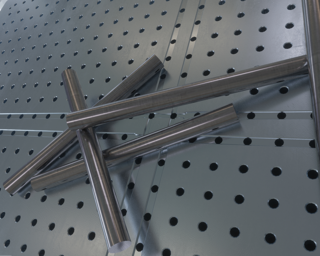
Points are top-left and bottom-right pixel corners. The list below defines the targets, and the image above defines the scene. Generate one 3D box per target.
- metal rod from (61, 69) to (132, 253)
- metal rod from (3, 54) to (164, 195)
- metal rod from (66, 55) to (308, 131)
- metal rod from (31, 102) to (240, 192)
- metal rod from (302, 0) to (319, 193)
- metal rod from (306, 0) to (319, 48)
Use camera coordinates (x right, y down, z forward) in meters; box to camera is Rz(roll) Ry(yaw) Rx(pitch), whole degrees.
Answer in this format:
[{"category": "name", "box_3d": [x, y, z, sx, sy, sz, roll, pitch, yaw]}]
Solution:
[{"category": "metal rod", "box_3d": [-0.095, 0.019, 0.414, 0.025, 0.025, 0.300, -33, 51, 7]}, {"category": "metal rod", "box_3d": [-0.116, -0.006, 0.473, 0.300, 0.025, 0.025, -41, 51, 0]}, {"category": "metal rod", "box_3d": [0.028, -0.041, 0.385, 0.301, 0.025, 0.025, -13, 56, 8]}, {"category": "metal rod", "box_3d": [-0.044, 0.031, 0.413, 0.300, 0.025, 0.025, -20, 54, 16]}, {"category": "metal rod", "box_3d": [0.172, -0.050, 0.328, 0.025, 0.025, 0.299, -5, 65, 26]}, {"category": "metal rod", "box_3d": [0.198, -0.049, 0.334, 0.025, 0.025, 0.300, -11, 57, 22]}]
